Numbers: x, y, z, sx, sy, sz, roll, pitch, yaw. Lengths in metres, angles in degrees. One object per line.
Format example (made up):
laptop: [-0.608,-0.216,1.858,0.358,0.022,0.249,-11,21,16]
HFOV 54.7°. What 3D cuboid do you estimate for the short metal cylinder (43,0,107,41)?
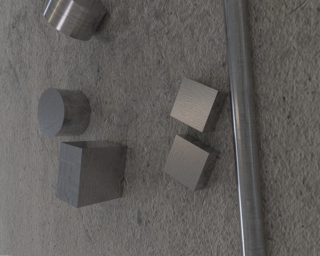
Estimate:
short metal cylinder: [-0.130,-0.180,0.476,0.050,0.081,0.080,-50,61,28]

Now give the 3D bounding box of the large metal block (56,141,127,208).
large metal block: [-0.098,0.062,0.450,0.050,0.081,0.079,10,97,39]

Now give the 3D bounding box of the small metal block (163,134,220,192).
small metal block: [0.037,0.040,0.374,0.050,0.025,0.050,30,109,36]

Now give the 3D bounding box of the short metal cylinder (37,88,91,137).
short metal cylinder: [-0.162,-0.026,0.523,0.080,0.050,0.080,0,90,40]

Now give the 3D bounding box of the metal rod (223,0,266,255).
metal rod: [0.089,-0.005,0.331,0.025,0.025,0.298,-6,86,40]

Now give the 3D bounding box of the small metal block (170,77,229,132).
small metal block: [0.046,-0.028,0.367,0.050,0.025,0.050,30,109,36]
